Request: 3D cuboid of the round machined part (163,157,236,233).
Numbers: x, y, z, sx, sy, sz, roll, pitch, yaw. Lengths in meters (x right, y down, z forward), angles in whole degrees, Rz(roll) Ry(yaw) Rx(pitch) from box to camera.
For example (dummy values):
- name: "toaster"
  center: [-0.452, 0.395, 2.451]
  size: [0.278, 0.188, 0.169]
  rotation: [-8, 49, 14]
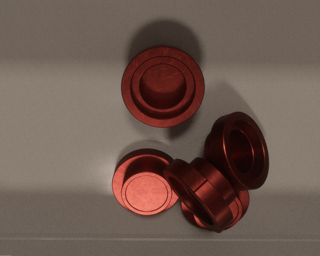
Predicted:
- name: "round machined part"
  center: [0.052, 0.074, 0.372]
  size: [0.042, 0.098, 0.098]
  rotation: [-40, 108, -15]

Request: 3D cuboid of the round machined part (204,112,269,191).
- name: "round machined part"
  center: [0.094, 0.031, 0.396]
  size: [0.042, 0.098, 0.098]
  rotation: [-20, 114, 44]

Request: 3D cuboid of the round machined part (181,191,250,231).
- name: "round machined part"
  center: [0.079, 0.107, 0.443]
  size: [0.099, 0.042, 0.097]
  rotation: [0, 110, -1]

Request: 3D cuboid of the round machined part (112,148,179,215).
- name: "round machined part"
  center: [-0.018, 0.081, 0.432]
  size: [0.099, 0.042, 0.097]
  rotation: [0, 110, -1]

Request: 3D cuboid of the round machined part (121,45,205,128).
- name: "round machined part"
  center: [0.004, -0.053, 0.383]
  size: [0.099, 0.042, 0.097]
  rotation: [0, 110, -1]
